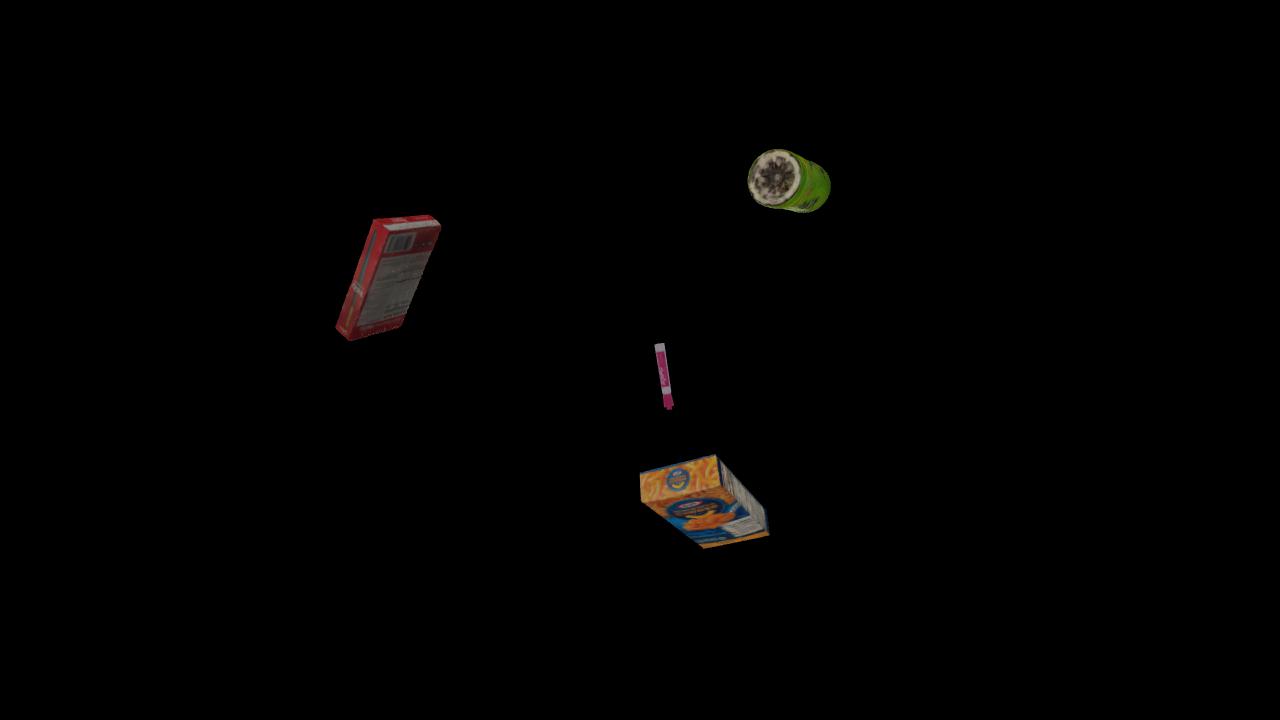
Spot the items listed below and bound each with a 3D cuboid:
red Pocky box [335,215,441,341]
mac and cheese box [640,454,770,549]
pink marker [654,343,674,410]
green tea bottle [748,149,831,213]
[{"bbox_3d":[-0.290,-0.095,0.707,0.028,0.155,0.083,39,27,10],"label":"red Pocky box"},{"bbox_3d":[0.080,0.170,0.714,0.093,0.041,0.184,-17,-37,21],"label":"mac and cheese box"},{"bbox_3d":[0.044,0.030,1.113,0.020,0.121,0.020,-9,-5,-1],"label":"pink marker"},{"bbox_3d":[0.209,-0.233,0.819,0.073,0.073,0.212,0,11,29],"label":"green tea bottle"}]
